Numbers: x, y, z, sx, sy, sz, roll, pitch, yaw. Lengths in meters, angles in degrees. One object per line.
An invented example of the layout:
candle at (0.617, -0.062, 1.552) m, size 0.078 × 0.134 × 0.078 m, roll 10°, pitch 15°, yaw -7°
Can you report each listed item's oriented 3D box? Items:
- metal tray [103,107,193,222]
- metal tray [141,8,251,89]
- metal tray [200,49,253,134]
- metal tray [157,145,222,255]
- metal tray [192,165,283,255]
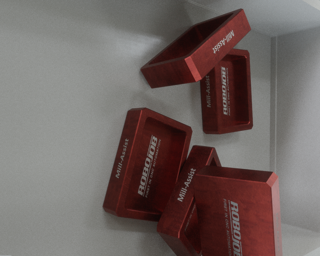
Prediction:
metal tray at (-0.012, 0.049, 0.393) m, size 0.091 × 0.030 × 0.129 m, roll 22°, pitch 76°, yaw -38°
metal tray at (0.047, -0.103, 0.403) m, size 0.131 × 0.090 × 0.030 m, roll -46°, pitch 118°, yaw -30°
metal tray at (0.107, -0.059, 0.491) m, size 0.091 × 0.030 × 0.129 m, roll -7°, pitch 95°, yaw -40°
metal tray at (0.048, 0.099, 0.414) m, size 0.130 × 0.030 × 0.090 m, roll -62°, pitch 142°, yaw -32°
metal tray at (0.091, 0.113, 0.363) m, size 0.030 × 0.090 × 0.129 m, roll -27°, pitch 113°, yaw -52°
